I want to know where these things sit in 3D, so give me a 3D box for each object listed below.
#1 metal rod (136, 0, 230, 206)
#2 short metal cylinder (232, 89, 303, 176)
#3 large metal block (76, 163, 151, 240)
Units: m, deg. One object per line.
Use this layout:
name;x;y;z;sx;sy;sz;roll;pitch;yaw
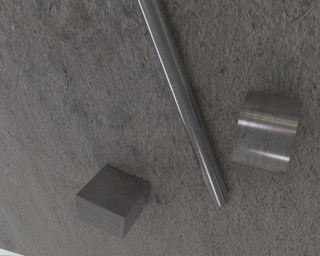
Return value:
metal rod;0.031;-0.031;0.371;0.025;0.025;0.299;-9;114;32
short metal cylinder;0.109;0.004;0.316;0.050;0.080;0.079;13;124;21
large metal block;-0.070;0.110;0.477;0.080;0.080;0.050;20;126;16
